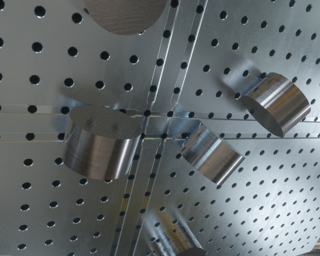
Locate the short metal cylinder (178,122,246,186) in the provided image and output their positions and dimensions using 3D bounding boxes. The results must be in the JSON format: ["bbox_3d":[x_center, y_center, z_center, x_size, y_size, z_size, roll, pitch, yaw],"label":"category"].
[{"bbox_3d":[0.073,0.036,0.437,0.080,0.080,0.050,33,100,-38],"label":"short metal cylinder"}]

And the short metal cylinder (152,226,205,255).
[{"bbox_3d":[0.033,0.222,0.551,0.081,0.050,0.079,-14,124,-21],"label":"short metal cylinder"}]

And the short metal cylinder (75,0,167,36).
[{"bbox_3d":[-0.039,-0.133,0.291,0.081,0.050,0.079,-14,124,-21],"label":"short metal cylinder"}]

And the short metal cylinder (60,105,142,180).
[{"bbox_3d":[-0.066,0.014,0.348,0.081,0.080,0.050,5,116,-31],"label":"short metal cylinder"}]

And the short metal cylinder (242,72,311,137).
[{"bbox_3d":[0.166,-0.033,0.445,0.050,0.080,0.080,-42,130,0],"label":"short metal cylinder"}]
